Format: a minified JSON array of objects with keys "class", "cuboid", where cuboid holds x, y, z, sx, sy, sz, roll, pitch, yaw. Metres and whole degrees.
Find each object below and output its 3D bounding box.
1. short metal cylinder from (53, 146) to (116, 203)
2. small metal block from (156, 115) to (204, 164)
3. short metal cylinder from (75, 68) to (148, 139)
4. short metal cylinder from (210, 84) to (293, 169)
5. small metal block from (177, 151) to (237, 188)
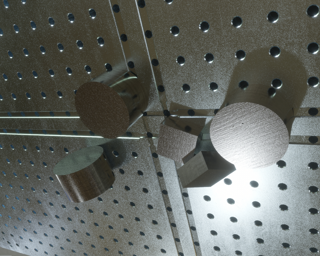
[{"class":"short metal cylinder","cuboid":[-0.116,0.070,0.480,0.080,0.080,0.050,-6,115,31]},{"class":"small metal block","cuboid":[0.026,0.017,0.408,0.050,0.025,0.050,19,126,17]},{"class":"short metal cylinder","cuboid":[-0.063,-0.033,0.408,0.080,0.050,0.079,13,124,21]},{"class":"short metal cylinder","cuboid":[0.101,-0.002,0.340,0.080,0.050,0.079,13,124,21]},{"class":"small metal block","cuboid":[0.059,0.054,0.395,0.050,0.050,0.025,-45,51,39]}]
